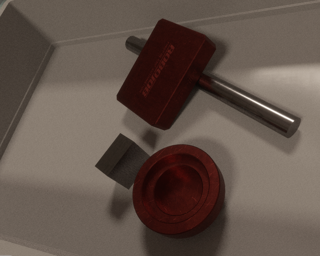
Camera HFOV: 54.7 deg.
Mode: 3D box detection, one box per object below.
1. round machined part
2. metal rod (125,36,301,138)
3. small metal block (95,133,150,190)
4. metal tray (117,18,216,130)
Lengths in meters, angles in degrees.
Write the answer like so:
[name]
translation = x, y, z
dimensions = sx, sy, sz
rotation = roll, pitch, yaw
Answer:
[round machined part]
translation = 0.023, 0.071, 0.339
dimensions = 0.098, 0.042, 0.098
rotation = -13, 56, 20
[metal rod]
translation = 0.048, -0.070, 0.422
dimensions = 0.025, 0.025, 0.300
rotation = -49, 52, -6
[small metal block]
translation = -0.044, 0.042, 0.385
dimensions = 0.025, 0.050, 0.050
rotation = 29, 78, 37
[metal tray]
translation = 0.005, -0.074, 0.419
dimensions = 0.090, 0.030, 0.129
rotation = 36, 100, 38
